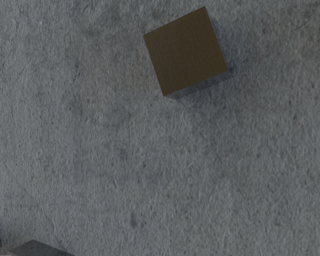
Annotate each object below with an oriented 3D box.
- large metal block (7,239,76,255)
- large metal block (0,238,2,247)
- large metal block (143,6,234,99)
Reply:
[{"bbox_3d":[-0.180,0.224,0.457,0.080,0.050,0.079,12,94,19],"label":"large metal block"},{"bbox_3d":[-0.318,0.184,0.489,0.080,0.080,0.050,-18,84,19],"label":"large metal block"},{"bbox_3d":[0.036,-0.088,0.382,0.080,0.050,0.080,-20,84,18],"label":"large metal block"}]
